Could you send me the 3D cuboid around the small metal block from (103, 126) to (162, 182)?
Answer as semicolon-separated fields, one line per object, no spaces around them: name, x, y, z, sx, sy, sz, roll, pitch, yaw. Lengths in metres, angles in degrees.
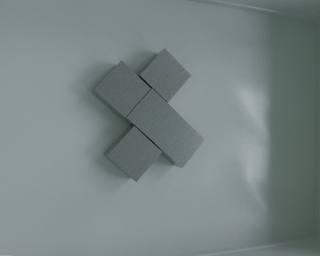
small metal block;-0.035;0.032;0.396;0.050;0.025;0.050;45;77;-15

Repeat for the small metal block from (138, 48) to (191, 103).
small metal block;0.004;-0.067;0.409;0.050;0.025;0.050;43;75;-15

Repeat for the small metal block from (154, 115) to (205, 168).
small metal block;0.023;0.018;0.416;0.050;0.025;0.050;43;76;-15

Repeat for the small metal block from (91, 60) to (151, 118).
small metal block;-0.049;-0.048;0.390;0.050;0.025;0.050;43;76;-15

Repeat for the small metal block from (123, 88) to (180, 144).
small metal block;-0.012;-0.015;0.403;0.050;0.025;0.050;43;76;-15
